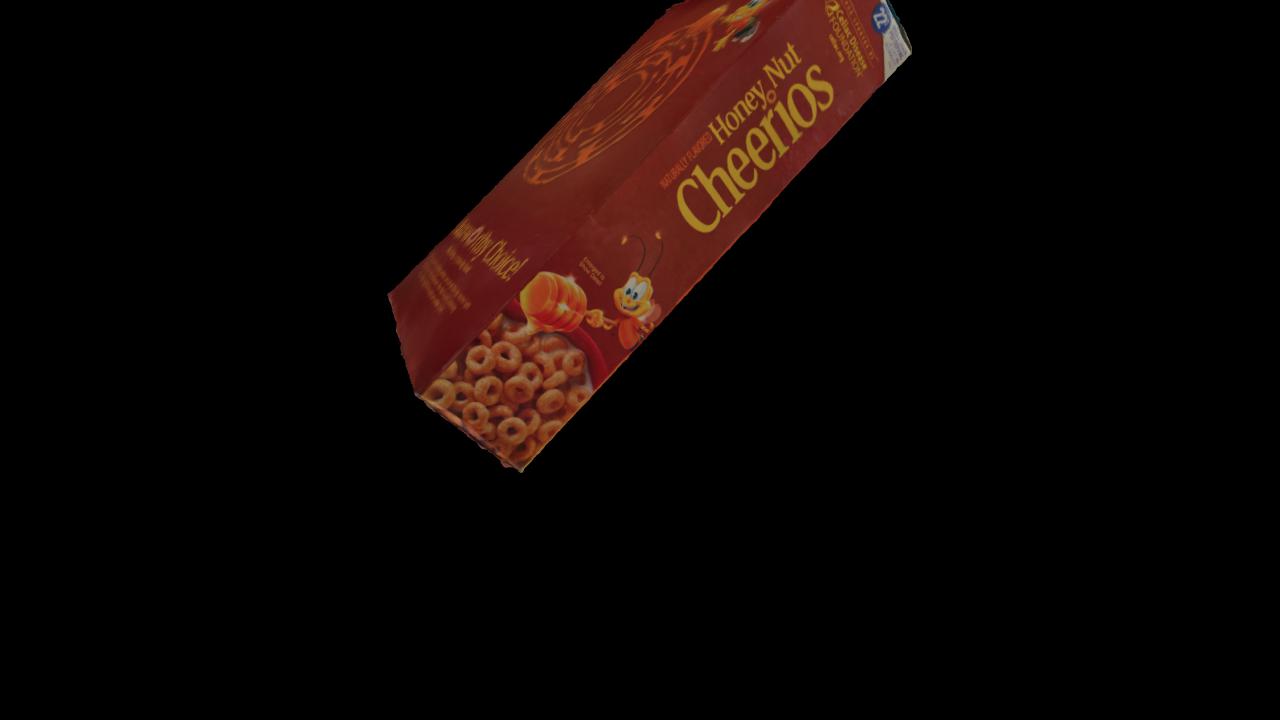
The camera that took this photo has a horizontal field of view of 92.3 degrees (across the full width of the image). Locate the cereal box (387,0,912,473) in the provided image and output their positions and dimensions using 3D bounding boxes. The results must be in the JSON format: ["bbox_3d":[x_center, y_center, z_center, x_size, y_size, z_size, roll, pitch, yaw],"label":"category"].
[{"bbox_3d":[-0.017,-0.103,0.380,0.081,0.306,0.203,46,-5,-31],"label":"cereal box"}]
